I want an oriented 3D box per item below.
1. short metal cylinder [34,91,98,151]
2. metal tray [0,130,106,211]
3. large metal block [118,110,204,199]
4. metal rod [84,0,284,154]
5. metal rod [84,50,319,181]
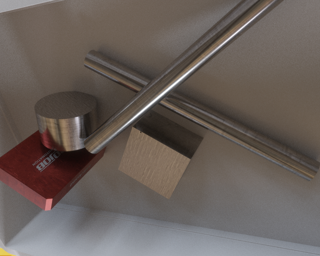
[{"bbox_3d":[-0.128,-0.011,0.431,0.080,0.080,0.050,15,124,19],"label":"short metal cylinder"},{"bbox_3d":[-0.150,0.043,0.443,0.090,0.131,0.030,31,132,8],"label":"metal tray"},{"bbox_3d":[0.000,0.035,0.413,0.080,0.050,0.079,29,128,9],"label":"large metal block"},{"bbox_3d":[0.012,-0.055,0.340,0.299,0.025,0.025,-37,98,30],"label":"metal rod"},{"bbox_3d":[0.041,-0.020,0.373,0.301,0.025,0.025,28,128,10],"label":"metal rod"}]
